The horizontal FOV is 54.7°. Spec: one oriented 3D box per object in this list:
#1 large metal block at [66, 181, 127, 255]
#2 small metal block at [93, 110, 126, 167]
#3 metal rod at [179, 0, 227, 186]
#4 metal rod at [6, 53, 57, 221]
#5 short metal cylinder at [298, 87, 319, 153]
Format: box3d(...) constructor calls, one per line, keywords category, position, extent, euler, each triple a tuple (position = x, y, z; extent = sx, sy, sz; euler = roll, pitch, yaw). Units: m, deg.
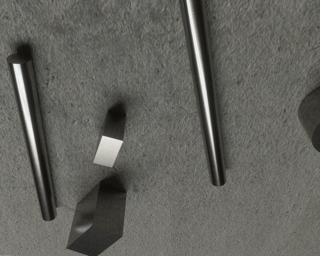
box3d(category="large metal block", position=(-0.099, 0.146, 0.494), extent=(0.050, 0.080, 0.080), euler=(30, 124, -24))
box3d(category="small metal block", position=(-0.065, 0.014, 0.402), extent=(0.025, 0.050, 0.050), euler=(16, 128, -14))
box3d(category="metal rod", position=(0.058, -0.031, 0.381), extent=(0.025, 0.025, 0.298), euler=(-10, 130, 8))
box3d(category="metal rod", position=(-0.172, 0.036, 0.435), extent=(0.025, 0.025, 0.298), euler=(5, 130, -5))
box3d(category="short metal cylinder", position=(0.221, -0.011, 0.385), extent=(0.081, 0.050, 0.079), euler=(0, 130, 0))
